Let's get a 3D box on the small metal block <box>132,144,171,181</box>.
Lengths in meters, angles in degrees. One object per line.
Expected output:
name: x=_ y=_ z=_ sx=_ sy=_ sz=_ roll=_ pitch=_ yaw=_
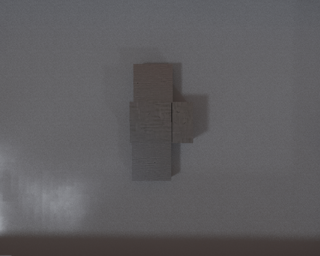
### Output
small metal block: x=-0.011 y=0.043 z=0.409 sx=0.050 sy=0.025 sz=0.050 roll=0 pitch=90 yaw=0

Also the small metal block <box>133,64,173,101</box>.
small metal block: x=-0.009 y=-0.057 z=0.409 sx=0.050 sy=0.025 sz=0.050 roll=0 pitch=90 yaw=0

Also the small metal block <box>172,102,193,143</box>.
small metal block: x=0.027 y=-0.007 z=0.397 sx=0.025 sy=0.050 sz=0.050 roll=0 pitch=90 yaw=0

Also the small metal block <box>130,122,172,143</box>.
small metal block: x=-0.011 y=0.005 z=0.397 sx=0.050 sy=0.050 sz=0.025 roll=0 pitch=90 yaw=0

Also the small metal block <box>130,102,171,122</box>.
small metal block: x=-0.011 y=-0.019 z=0.397 sx=0.050 sy=0.050 sz=0.025 roll=0 pitch=90 yaw=0
